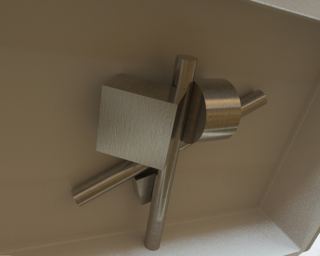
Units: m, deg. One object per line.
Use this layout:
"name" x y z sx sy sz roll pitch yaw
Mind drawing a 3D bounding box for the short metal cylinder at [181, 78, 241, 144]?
"short metal cylinder" 0.055 -0.022 0.388 0.050 0.080 0.079 -5 121 -28

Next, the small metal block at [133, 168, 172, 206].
"small metal block" -0.012 0.078 0.450 0.050 0.025 0.050 -20 126 -17

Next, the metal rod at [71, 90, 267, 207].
"metal rod" 0.021 0.023 0.433 0.302 0.025 0.025 -28 128 -11

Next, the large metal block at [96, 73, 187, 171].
"large metal block" -0.021 -0.008 0.350 0.080 0.050 0.079 16 117 9

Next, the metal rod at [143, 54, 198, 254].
"metal rod" 0.009 0.053 0.412 0.025 0.025 0.298 -5 120 -27
